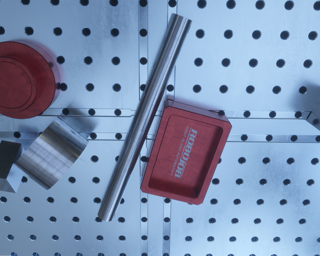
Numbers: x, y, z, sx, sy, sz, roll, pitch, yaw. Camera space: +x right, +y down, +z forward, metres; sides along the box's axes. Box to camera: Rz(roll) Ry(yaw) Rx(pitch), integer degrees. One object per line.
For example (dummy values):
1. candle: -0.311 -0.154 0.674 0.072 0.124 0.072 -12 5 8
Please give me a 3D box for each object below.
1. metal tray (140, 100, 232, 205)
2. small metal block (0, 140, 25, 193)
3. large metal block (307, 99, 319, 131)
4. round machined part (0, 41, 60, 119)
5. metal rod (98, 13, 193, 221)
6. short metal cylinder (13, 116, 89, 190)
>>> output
1. metal tray: 0.032 0.036 0.423 0.091 0.030 0.129 15 109 -6
2. small metal block: -0.198 0.051 0.406 0.025 0.050 0.050 11 147 -4
3. large metal block: 0.248 -0.004 0.385 0.080 0.080 0.050 20 109 -7
4. round machined part: -0.179 -0.056 0.382 0.099 0.042 0.097 0 110 0
5. metal rod: -0.027 0.000 0.412 0.025 0.025 0.298 20 109 -7
6. short metal cylinder: -0.137 0.031 0.394 0.050 0.080 0.080 42 105 -14
